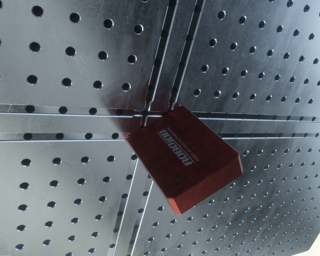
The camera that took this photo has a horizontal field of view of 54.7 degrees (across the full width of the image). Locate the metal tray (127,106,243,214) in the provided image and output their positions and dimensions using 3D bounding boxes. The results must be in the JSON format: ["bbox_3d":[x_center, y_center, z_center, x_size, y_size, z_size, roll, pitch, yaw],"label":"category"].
[{"bbox_3d":[0.025,0.031,0.377,0.090,0.130,0.030,-31,129,-9],"label":"metal tray"}]
